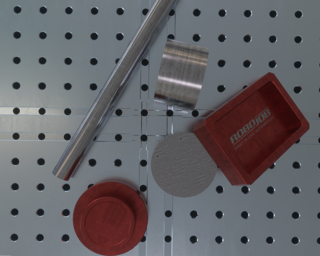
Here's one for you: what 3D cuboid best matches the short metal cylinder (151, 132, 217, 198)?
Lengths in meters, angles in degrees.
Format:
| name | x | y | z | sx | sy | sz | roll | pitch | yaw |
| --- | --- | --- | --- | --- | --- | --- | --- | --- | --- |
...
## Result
| name | x | y | z | sx | sy | sz | roll | pitch | yaw |
| --- | --- | --- | --- | --- | --- | --- | --- | --- | --- |
| short metal cylinder | 0.029 | 0.045 | 0.401 | 0.081 | 0.050 | 0.080 | 0 | 90 | 0 |

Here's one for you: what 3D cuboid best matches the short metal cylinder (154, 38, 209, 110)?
| name | x | y | z | sx | sy | sz | roll | pitch | yaw |
| --- | --- | --- | --- | --- | --- | --- | --- | --- | --- |
| short metal cylinder | 0.025 | -0.066 | 0.386 | 0.050 | 0.080 | 0.080 | 13 | 90 | 0 |

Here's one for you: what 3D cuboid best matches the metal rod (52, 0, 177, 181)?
| name | x | y | z | sx | sy | sz | roll | pitch | yaw |
| --- | --- | --- | --- | --- | --- | --- | --- | --- | --- |
| metal rod | -0.055 | -0.065 | 0.412 | 0.025 | 0.025 | 0.299 | 31 | 90 | 0 |

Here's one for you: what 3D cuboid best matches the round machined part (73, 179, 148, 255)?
| name | x | y | z | sx | sy | sz | roll | pitch | yaw |
| --- | --- | --- | --- | --- | --- | --- | --- | --- | --- |
| round machined part | -0.065 | 0.119 | 0.404 | 0.099 | 0.042 | 0.097 | 0 | 90 | 0 |

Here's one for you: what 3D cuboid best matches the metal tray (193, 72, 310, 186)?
| name | x | y | z | sx | sy | sz | roll | pitch | yaw |
| --- | --- | --- | --- | --- | --- | --- | --- | --- | --- |
| metal tray | 0.117 | -0.001 | 0.385 | 0.131 | 0.030 | 0.090 | -35 | 90 | -25 |
